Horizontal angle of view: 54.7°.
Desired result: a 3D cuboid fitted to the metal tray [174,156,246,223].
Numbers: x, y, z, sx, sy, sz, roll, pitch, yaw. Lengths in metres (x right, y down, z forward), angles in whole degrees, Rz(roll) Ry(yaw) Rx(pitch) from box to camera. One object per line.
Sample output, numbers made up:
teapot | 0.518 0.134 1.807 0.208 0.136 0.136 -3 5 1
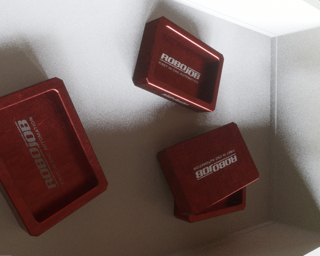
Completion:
metal tray | 0.080 0.085 0.470 0.131 0.030 0.089 2 89 -40

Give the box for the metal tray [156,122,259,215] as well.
metal tray | 0.070 0.053 0.431 0.131 0.030 0.090 -19 83 -32

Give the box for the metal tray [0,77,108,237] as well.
metal tray | -0.116 0.026 0.305 0.091 0.030 0.129 -32 110 -35

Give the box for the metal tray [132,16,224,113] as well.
metal tray | 0.031 -0.082 0.428 0.131 0.030 0.090 19 78 -38
